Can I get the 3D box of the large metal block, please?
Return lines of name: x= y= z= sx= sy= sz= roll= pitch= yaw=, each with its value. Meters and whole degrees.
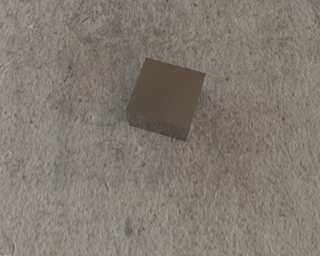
large metal block: x=0.008 y=-0.037 z=0.408 sx=0.080 sy=0.050 sz=0.080 roll=16 pitch=71 yaw=5
